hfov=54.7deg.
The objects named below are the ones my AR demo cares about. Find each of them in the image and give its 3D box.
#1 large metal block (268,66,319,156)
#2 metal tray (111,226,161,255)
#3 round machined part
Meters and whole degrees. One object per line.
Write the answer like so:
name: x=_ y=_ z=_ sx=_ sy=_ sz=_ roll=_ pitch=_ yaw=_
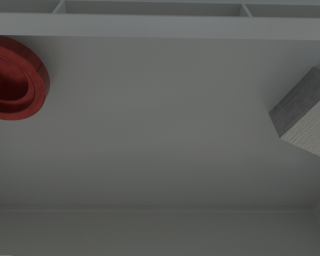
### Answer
large metal block: x=0.199 y=-0.016 z=0.382 sx=0.080 sy=0.050 sz=0.080 roll=22 pitch=127 yaw=-18
metal tray: x=-0.050 y=0.246 z=0.618 sx=0.091 sy=0.030 sz=0.129 roll=5 pitch=130 yaw=-5
round machined part: x=-0.173 y=-0.059 z=0.345 sx=0.099 sy=0.042 sz=0.097 roll=-1 pitch=130 yaw=0
